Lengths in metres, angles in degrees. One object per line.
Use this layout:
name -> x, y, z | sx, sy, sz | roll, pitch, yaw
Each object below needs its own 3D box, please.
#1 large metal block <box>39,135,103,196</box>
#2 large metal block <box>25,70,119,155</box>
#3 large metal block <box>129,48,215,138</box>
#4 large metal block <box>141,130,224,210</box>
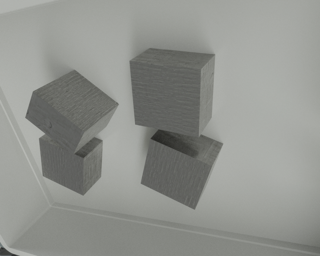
large metal block -> -0.141, 0.050, 0.498 | 0.080, 0.050, 0.079 | 21, 127, 15
large metal block -> -0.117, -0.023, 0.421 | 0.080, 0.080, 0.050 | 38, 129, 2
large metal block -> 0.016, -0.043, 0.358 | 0.080, 0.050, 0.079 | 11, 123, 22
large metal block -> 0.027, 0.048, 0.408 | 0.080, 0.050, 0.079 | 23, 127, 14
